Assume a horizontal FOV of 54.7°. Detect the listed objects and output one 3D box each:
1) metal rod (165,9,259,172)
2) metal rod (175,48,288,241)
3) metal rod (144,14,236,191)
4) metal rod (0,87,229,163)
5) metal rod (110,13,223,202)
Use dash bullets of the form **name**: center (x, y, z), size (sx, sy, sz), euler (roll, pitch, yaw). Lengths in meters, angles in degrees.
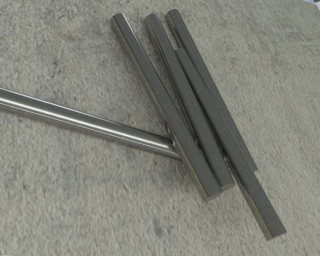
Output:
- **metal rod**: center (0.074, -0.067, 0.486), size (0.025, 0.025, 0.299), euler (-9, 66, -32)
- **metal rod**: center (0.081, 0.002, 0.421), size (0.025, 0.025, 0.299), euler (-4, 56, -30)
- **metal rod**: center (0.032, -0.053, 0.434), size (0.025, 0.025, 0.299), euler (-2, 57, -30)
- **metal rod**: center (-0.041, 0.009, 0.377), size (0.302, 0.025, 0.025), euler (17, 55, -19)
- **metal rod**: center (-0.002, -0.044, 0.408), size (0.025, 0.025, 0.299), euler (-9, 60, -33)
